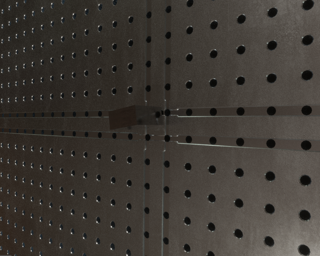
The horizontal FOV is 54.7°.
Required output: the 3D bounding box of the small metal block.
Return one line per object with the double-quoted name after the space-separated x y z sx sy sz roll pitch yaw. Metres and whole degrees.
-0.033 -0.013 0.418 0.050 0.050 0.025 -10 84 39 "small metal block"
